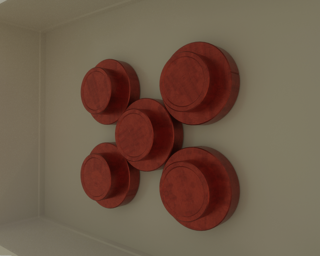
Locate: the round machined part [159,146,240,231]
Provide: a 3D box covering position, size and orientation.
[{"bbox_3d":[0.038,0.071,0.361,0.098,0.042,0.097,0,90,39],"label":"round machined part"}]

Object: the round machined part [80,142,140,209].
[{"bbox_3d":[-0.080,0.070,0.457,0.098,0.042,0.097,0,90,39],"label":"round machined part"}]

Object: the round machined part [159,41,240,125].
[{"bbox_3d":[0.038,-0.052,0.361,0.098,0.042,0.097,0,90,39],"label":"round machined part"}]

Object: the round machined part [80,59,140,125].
[{"bbox_3d":[-0.080,-0.053,0.457,0.098,0.042,0.097,0,90,39],"label":"round machined part"}]

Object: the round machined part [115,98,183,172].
[{"bbox_3d":[-0.021,0.009,0.409,0.098,0.042,0.097,0,90,39],"label":"round machined part"}]
